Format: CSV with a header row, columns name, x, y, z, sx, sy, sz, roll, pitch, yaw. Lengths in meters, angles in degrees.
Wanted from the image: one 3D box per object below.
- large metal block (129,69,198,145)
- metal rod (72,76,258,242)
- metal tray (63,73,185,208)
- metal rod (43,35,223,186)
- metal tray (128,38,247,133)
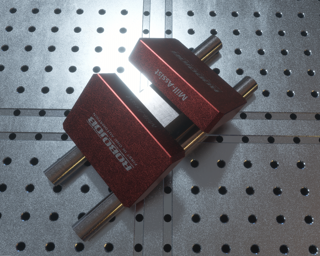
name,x,y,z,sx,sy,sz,roll,pitch,yaw
large metal block,0.001,-0.016,0.388,0.080,0.080,0.050,-40,75,-13
metal rod,0.016,0.031,0.401,0.301,0.025,0.025,-40,75,-14
metal tray,-0.045,0.012,0.349,0.130,0.030,0.090,48,120,15
metal rod,-0.027,-0.032,0.423,0.301,0.025,0.025,-41,75,-14
metal tray,0.035,-0.057,0.375,0.130,0.030,0.091,45,32,14
